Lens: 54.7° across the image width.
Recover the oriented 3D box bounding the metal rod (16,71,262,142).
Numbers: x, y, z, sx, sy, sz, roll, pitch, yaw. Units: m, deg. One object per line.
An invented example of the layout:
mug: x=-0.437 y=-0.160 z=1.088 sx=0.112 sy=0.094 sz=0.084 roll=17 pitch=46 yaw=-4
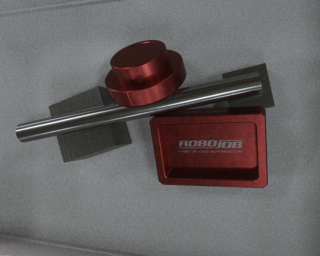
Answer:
metal rod: x=-0.034 y=-0.022 z=0.372 sx=0.301 sy=0.025 sz=0.025 roll=-11 pitch=86 yaw=12

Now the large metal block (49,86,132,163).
large metal block: x=-0.095 y=-0.004 z=0.427 sx=0.080 sy=0.050 sz=0.080 roll=-19 pitch=84 yaw=18

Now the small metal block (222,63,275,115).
small metal block: x=0.106 y=-0.045 z=0.371 sx=0.050 sy=0.025 sz=0.050 roll=-12 pitch=86 yaw=19

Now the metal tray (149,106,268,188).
metal tray: x=0.059 y=0.023 z=0.370 sx=0.130 sy=0.030 sz=0.089 roll=-2 pitch=109 yaw=19

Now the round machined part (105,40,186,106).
round machined part: x=-0.021 y=-0.072 z=0.374 sx=0.098 sy=0.098 sz=0.042 roll=-5 pitch=129 yaw=19
